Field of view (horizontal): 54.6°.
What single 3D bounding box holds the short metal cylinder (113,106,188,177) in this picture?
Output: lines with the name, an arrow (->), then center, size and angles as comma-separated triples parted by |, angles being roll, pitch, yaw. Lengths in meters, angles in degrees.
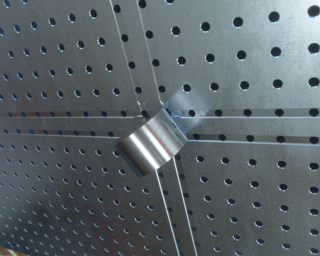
short metal cylinder -> -0.012, 0.017, 0.392 | 0.080, 0.080, 0.050 | -32, 100, 38
